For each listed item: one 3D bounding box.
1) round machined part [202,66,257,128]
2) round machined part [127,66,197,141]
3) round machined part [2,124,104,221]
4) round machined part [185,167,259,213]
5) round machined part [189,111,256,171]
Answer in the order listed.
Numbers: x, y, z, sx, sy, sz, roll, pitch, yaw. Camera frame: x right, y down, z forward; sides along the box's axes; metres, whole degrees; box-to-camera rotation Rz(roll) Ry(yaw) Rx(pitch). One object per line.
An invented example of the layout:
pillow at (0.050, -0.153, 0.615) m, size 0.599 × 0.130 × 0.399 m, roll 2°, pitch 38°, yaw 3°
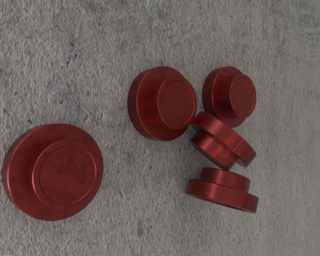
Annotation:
round machined part at (0.116, -0.049, 0.490) m, size 0.099 × 0.042 × 0.097 m, roll 0°, pitch 90°, yaw -40°
round machined part at (0.010, -0.031, 0.402) m, size 0.099 × 0.042 × 0.097 m, roll 0°, pitch 90°, yaw -40°
round machined part at (-0.099, 0.044, 0.310) m, size 0.099 × 0.042 × 0.097 m, roll 0°, pitch 90°, yaw -40°
round machined part at (0.087, 0.084, 0.431) m, size 0.098 × 0.098 × 0.042 m, roll 26°, pitch 74°, yaw -37°
round machined part at (0.080, 0.024, 0.429) m, size 0.042 × 0.098 × 0.098 m, roll -50°, pitch 122°, yaw -3°
